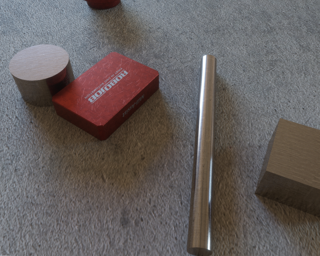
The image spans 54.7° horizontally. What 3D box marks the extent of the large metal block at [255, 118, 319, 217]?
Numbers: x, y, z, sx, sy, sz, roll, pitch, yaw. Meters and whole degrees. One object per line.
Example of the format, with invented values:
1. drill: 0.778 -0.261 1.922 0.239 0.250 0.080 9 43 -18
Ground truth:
1. large metal block: 0.162 0.044 0.352 0.080 0.050 0.080 19 52 15

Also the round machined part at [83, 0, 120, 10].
1. round machined part: -0.115 -0.274 0.621 0.099 0.042 0.098 0 50 0

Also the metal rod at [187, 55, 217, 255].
1. metal rod: 0.058 0.007 0.397 0.025 0.025 0.300 6 50 4

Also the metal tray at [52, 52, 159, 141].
1. metal tray: -0.073 -0.051 0.442 0.090 0.030 0.131 28 55 21

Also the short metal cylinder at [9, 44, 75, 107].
1. short metal cylinder: -0.168 -0.077 0.449 0.081 0.050 0.080 0 50 0
